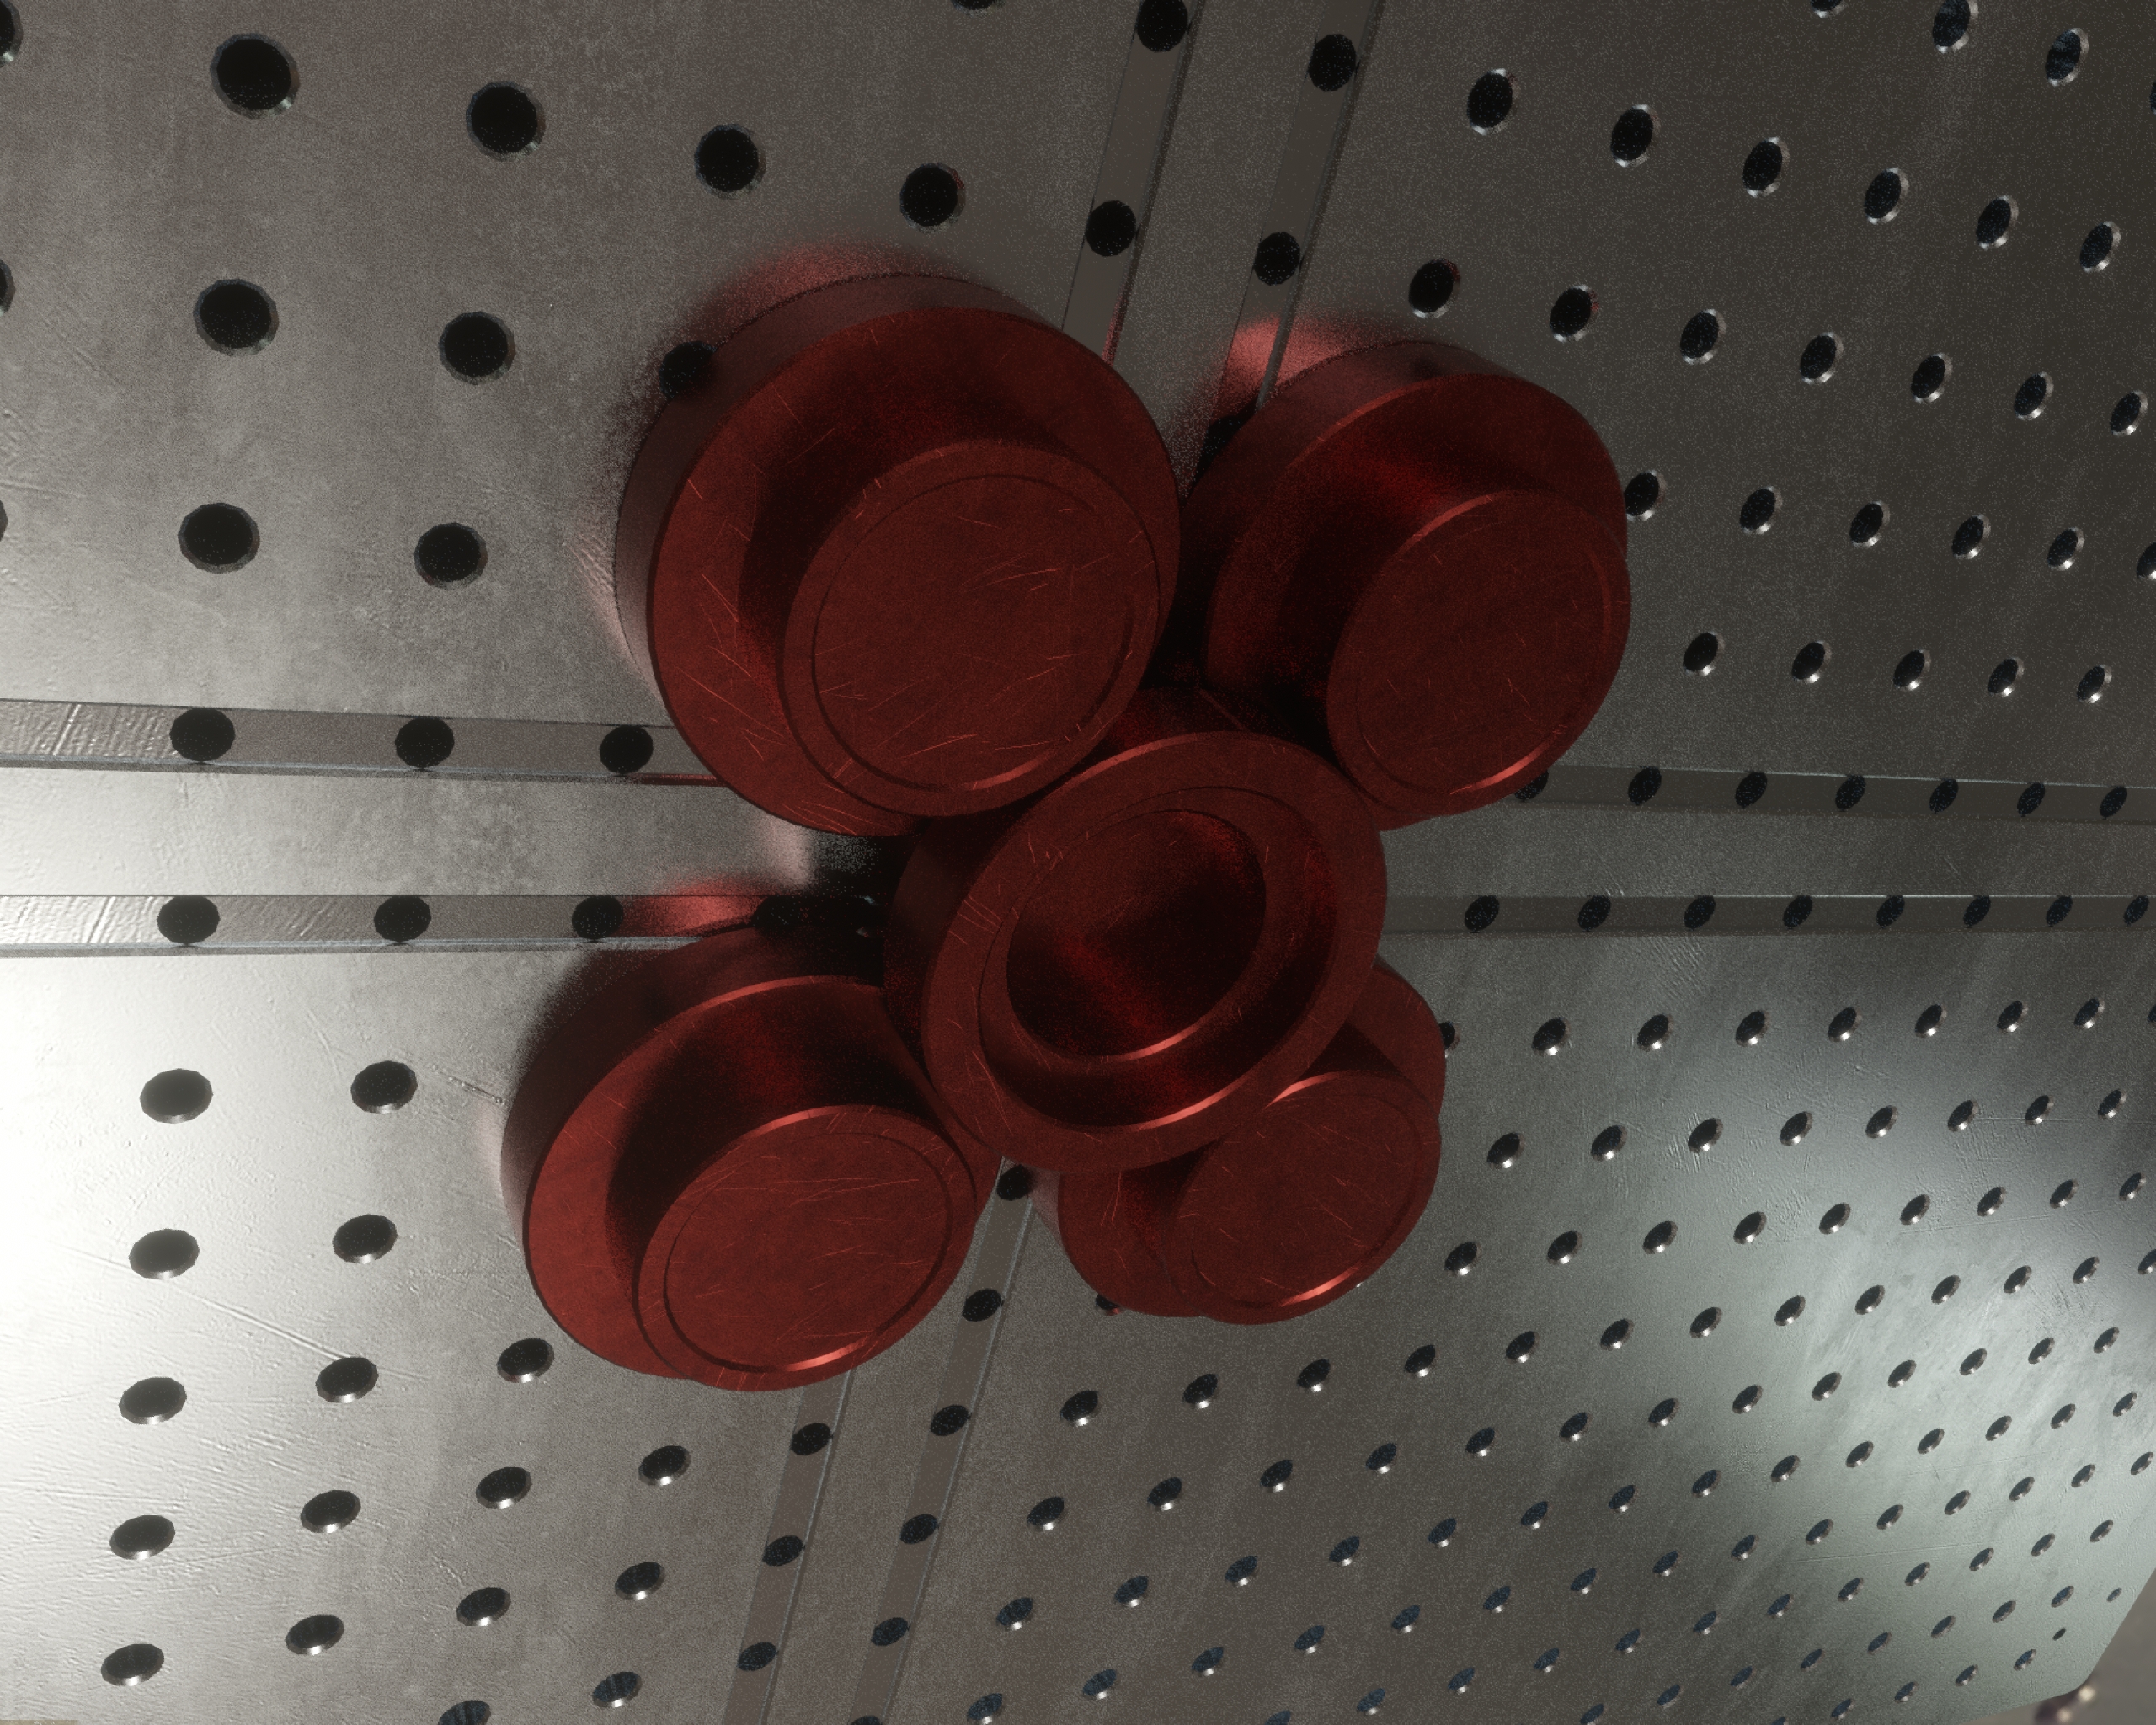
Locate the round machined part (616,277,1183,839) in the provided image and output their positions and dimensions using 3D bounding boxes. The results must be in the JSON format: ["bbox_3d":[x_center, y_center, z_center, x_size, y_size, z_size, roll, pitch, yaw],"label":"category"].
[{"bbox_3d":[-0.025,-0.046,0.358,0.099,0.042,0.097,-14,125,-21],"label":"round machined part"}]

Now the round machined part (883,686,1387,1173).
[{"bbox_3d":[0.008,0.009,0.410,0.099,0.042,0.097,-14,125,-21],"label":"round machined part"}]

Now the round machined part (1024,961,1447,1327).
[{"bbox_3d":[0.041,0.063,0.463,0.099,0.042,0.097,-14,125,-21],"label":"round machined part"}]

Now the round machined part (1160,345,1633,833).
[{"bbox_3d":[0.068,-0.048,0.409,0.099,0.042,0.097,-14,125,-21],"label":"round machined part"}]

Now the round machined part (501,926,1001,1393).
[{"bbox_3d":[-0.059,0.065,0.410,0.099,0.042,0.097,-14,125,-21],"label":"round machined part"}]
